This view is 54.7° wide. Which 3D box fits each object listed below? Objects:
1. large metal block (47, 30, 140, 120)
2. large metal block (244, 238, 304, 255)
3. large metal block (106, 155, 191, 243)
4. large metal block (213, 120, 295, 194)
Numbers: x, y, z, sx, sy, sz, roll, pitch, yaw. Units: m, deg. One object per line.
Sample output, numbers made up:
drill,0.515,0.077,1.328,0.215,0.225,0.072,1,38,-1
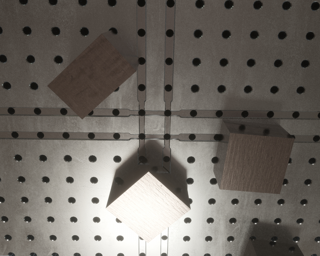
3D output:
large metal block,-0.071,-0.065,0.359,0.080,0.080,0.050,-40,106,13
large metal block,0.175,0.227,0.487,0.081,0.050,0.079,10,110,-4
large metal block,-0.016,0.100,0.437,0.080,0.050,0.080,-42,105,13
large metal block,0.122,0.038,0.416,0.081,0.050,0.079,5,110,-3
